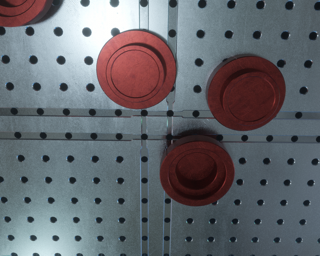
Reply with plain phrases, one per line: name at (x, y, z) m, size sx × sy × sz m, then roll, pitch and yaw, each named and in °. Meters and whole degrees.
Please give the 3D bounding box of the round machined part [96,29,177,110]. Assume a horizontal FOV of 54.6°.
round machined part at (-0.029, -0.069, 0.379) m, size 0.099 × 0.042 × 0.097 m, roll 0°, pitch 110°, yaw 0°

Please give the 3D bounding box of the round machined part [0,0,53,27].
round machined part at (-0.165, -0.163, 0.343) m, size 0.099 × 0.042 × 0.097 m, roll 0°, pitch 110°, yaw 0°

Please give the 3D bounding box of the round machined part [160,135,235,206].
round machined part at (0.049, 0.054, 0.425) m, size 0.099 × 0.042 × 0.097 m, roll 0°, pitch 110°, yaw 0°

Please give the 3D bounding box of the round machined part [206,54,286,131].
round machined part at (0.109, -0.041, 0.390) m, size 0.099 × 0.042 × 0.097 m, roll 0°, pitch 110°, yaw 0°
